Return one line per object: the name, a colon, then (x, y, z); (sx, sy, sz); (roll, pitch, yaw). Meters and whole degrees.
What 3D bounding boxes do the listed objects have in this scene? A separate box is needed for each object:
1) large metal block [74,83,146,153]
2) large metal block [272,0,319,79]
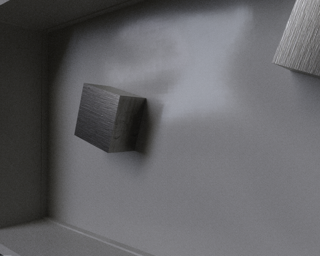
large metal block: (-0.074, -0.016, 0.452); (0.080, 0.050, 0.079); (22, 104, 38)
large metal block: (0.156, -0.080, 0.262); (0.080, 0.050, 0.079); (28, 108, 36)
